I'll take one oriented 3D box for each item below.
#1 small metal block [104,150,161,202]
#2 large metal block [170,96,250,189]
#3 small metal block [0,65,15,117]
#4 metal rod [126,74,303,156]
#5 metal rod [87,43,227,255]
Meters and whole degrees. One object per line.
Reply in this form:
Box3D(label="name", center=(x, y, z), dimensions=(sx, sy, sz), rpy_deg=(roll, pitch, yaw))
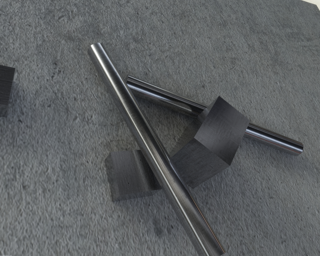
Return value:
Box3D(label="small metal block", center=(-0.032, 0.053, 0.355), dimensions=(0.050, 0.025, 0.050), rpy_deg=(-2, 63, -30))
Box3D(label="large metal block", center=(0.058, 0.019, 0.390), dimensions=(0.050, 0.080, 0.080), rpy_deg=(38, 51, -3))
Box3D(label="small metal block", center=(-0.186, -0.043, 0.330), dimensions=(0.050, 0.025, 0.050), rpy_deg=(9, 58, -24))
Box3D(label="metal rod", center=(0.089, -0.013, 0.461), dimensions=(0.302, 0.025, 0.025), rpy_deg=(19, 54, -17))
Box3D(label="metal rod", center=(-0.017, 0.009, 0.360), dimensions=(0.025, 0.025, 0.299), rpy_deg=(-13, 59, -34))
